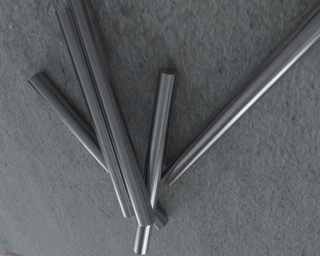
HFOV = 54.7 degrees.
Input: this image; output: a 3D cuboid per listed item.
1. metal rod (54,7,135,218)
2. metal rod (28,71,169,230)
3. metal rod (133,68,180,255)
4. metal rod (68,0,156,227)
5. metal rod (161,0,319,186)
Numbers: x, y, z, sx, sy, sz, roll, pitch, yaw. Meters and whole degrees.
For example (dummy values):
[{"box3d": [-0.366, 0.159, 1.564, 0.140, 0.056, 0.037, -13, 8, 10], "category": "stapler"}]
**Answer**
[{"box3d": [-0.080, -0.008, 0.424, 0.025, 0.025, 0.298, -4, 111, 29], "category": "metal rod"}, {"box3d": [-0.090, 0.039, 0.476, 0.025, 0.025, 0.300, -33, 101, 38], "category": "metal rod"}, {"box3d": [-0.010, 0.064, 0.429, 0.025, 0.025, 0.298, 18, 119, 17], "category": "metal rod"}, {"box3d": [-0.057, -0.011, 0.396, 0.025, 0.025, 0.298, -7, 105, 31], "category": "metal rod"}, {"box3d": [0.083, -0.020, 0.349, 0.025, 0.025, 0.298, 39, 129, 1], "category": "metal rod"}]
